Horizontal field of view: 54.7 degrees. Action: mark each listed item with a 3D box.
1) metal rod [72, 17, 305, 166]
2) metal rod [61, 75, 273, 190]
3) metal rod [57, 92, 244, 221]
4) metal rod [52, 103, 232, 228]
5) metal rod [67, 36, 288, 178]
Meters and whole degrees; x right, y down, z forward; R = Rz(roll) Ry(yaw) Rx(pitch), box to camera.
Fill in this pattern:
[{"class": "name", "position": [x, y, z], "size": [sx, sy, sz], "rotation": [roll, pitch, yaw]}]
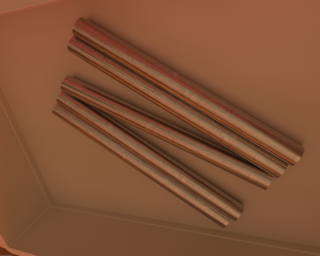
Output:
[{"class": "metal rod", "position": [0.027, -0.047, 0.364], "size": [0.301, 0.025, 0.025], "rotation": [32, 129, 7]}, {"class": "metal rod", "position": [0.001, 0.001, 0.407], "size": [0.301, 0.025, 0.025], "rotation": [26, 128, 12]}, {"class": "metal rod", "position": [-0.017, 0.035, 0.438], "size": [0.301, 0.025, 0.025], "rotation": [33, 129, 6]}, {"class": "metal rod", "position": [-0.029, 0.050, 0.453], "size": [0.301, 0.025, 0.025], "rotation": [33, 129, 6]}, {"class": "metal rod", "position": [0.016, -0.030, 0.380], "size": [0.301, 0.025, 0.025], "rotation": [32, 129, 7]}]
